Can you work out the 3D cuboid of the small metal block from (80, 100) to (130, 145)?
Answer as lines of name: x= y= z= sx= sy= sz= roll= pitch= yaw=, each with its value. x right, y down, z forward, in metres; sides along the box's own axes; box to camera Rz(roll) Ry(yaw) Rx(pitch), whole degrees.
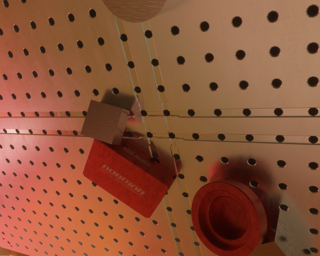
small metal block: x=-0.076 y=-0.007 z=0.431 sx=0.050 sy=0.025 sz=0.050 roll=16 pitch=89 yaw=19

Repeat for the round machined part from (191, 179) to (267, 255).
round machined part: x=0.093 y=0.115 z=0.405 sx=0.098 sy=0.042 sz=0.097 roll=3 pitch=94 yaw=41

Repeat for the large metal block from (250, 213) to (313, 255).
large metal block: x=0.148 y=0.173 z=0.424 sx=0.080 sy=0.050 sz=0.080 roll=-33 pitch=100 yaw=38

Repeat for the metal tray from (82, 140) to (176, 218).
metal tray: x=-0.051 y=0.072 z=0.479 sx=0.130 sy=0.030 sz=0.089 roll=33 pitch=129 yaw=6

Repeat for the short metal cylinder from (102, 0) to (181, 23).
short metal cylinder: x=-0.017 y=-0.152 z=0.310 sx=0.080 sy=0.050 sz=0.079 roll=13 pitch=124 yaw=21
